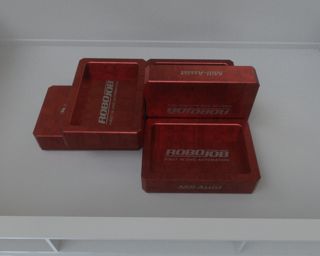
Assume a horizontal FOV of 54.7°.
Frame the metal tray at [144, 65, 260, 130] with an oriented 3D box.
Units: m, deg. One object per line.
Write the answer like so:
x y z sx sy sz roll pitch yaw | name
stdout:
0.048 -0.034 0.389 0.131 0.089 0.030 1 50 0 | metal tray

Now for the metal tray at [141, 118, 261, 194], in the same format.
0.045 0.032 0.374 0.131 0.030 0.090 1 50 0 | metal tray

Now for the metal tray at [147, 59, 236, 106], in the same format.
0.045 -0.061 0.452 0.131 0.030 0.090 1 50 0 | metal tray

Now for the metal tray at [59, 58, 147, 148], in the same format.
-0.064 -0.036 0.389 0.091 0.030 0.130 1 50 0 | metal tray

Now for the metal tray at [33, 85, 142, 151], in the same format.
-0.088 -0.015 0.409 0.131 0.030 0.090 0 50 0 | metal tray
